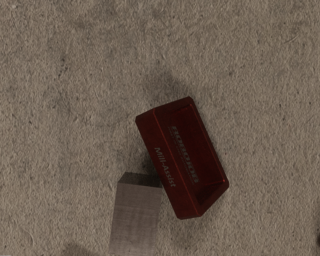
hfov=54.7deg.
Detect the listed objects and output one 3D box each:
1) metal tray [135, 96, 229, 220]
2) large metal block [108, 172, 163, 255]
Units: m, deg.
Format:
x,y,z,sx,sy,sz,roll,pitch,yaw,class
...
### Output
x,y,z,sx,sy,sz,roll,pitch,yaw,class
0.031,0.032,0.378,0.030,0.091,0.129,-23,90,37,metal tray
-0.028,0.103,0.382,0.050,0.080,0.080,8,90,0,large metal block
